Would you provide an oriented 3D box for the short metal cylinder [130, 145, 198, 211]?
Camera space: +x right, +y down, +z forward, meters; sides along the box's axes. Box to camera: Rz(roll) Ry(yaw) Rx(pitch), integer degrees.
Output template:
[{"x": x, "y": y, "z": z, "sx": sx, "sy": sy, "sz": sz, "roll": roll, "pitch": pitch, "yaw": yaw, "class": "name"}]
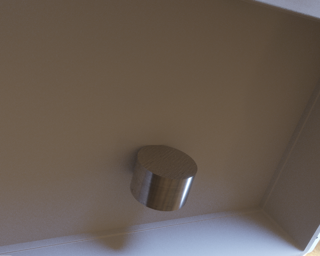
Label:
[{"x": 0.004, "y": 0.065, "z": 0.415, "sx": 0.081, "sy": 0.080, "sz": 0.050, "roll": 1, "pitch": 118, "yaw": -29, "class": "short metal cylinder"}]
